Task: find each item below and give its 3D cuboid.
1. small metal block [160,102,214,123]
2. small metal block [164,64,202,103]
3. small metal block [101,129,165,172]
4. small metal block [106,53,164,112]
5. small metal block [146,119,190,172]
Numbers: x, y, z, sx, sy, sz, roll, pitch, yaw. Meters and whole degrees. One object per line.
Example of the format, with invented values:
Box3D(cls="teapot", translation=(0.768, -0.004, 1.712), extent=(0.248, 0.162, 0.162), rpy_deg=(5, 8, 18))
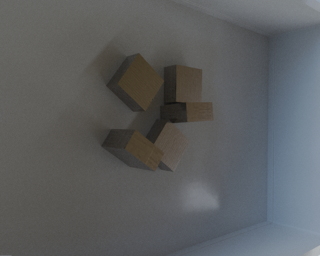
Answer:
Box3D(cls="small metal block", translation=(0.036, -0.020, 0.422), extent=(0.050, 0.050, 0.025), rpy_deg=(-4, 90, -40))
Box3D(cls="small metal block", translation=(0.033, -0.059, 0.436), extent=(0.050, 0.025, 0.050), rpy_deg=(1, 90, -40))
Box3D(cls="small metal block", translation=(-0.032, 0.026, 0.365), extent=(0.050, 0.050, 0.025), rpy_deg=(41, 65, -33))
Box3D(cls="small metal block", translation=(-0.030, -0.055, 0.384), extent=(0.050, 0.025, 0.050), rpy_deg=(45, 63, -31))
Box3D(cls="small metal block", translation=(0.007, 0.023, 0.415), extent=(0.050, 0.025, 0.050), rpy_deg=(45, 63, -31))
